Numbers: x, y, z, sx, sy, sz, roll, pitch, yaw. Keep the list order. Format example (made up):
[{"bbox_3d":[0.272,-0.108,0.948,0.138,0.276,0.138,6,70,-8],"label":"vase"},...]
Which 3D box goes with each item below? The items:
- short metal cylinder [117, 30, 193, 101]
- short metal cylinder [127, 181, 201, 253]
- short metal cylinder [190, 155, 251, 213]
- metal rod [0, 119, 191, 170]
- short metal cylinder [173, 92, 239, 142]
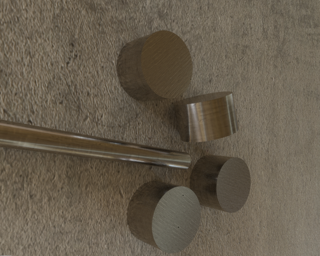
[{"bbox_3d":[-0.006,-0.075,0.383,0.081,0.050,0.080,0,90,-40],"label":"short metal cylinder"},{"bbox_3d":[0.006,0.110,0.393,0.081,0.050,0.080,0,90,-40],"label":"short metal cylinder"},{"bbox_3d":[0.091,0.082,0.465,0.081,0.050,0.080,0,90,-40],"label":"short metal cylinder"},{"bbox_3d":[-0.080,0.020,0.337,0.302,0.025,0.025,13,82,-39],"label":"metal rod"},{"bbox_3d":[0.062,-0.017,0.421,0.081,0.080,0.050,-21,104,-38],"label":"short metal cylinder"}]
